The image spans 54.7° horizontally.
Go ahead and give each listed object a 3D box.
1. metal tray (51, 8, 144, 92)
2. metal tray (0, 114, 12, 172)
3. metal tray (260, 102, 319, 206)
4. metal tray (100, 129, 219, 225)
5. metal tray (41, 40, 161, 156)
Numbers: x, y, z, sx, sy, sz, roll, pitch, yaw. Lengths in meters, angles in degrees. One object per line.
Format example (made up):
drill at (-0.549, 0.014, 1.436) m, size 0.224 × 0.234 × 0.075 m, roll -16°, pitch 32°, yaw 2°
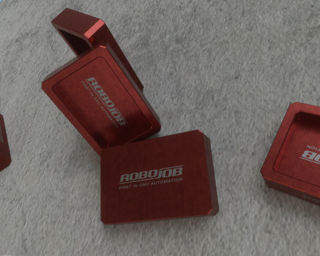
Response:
metal tray at (-0.085, -0.101, 0.439) m, size 0.090 × 0.130 × 0.030 m, roll 30°, pitch 73°, yaw 37°
metal tray at (-0.313, 0.035, 0.540) m, size 0.090 × 0.030 × 0.130 m, roll -36°, pitch 51°, yaw 3°
metal tray at (0.174, 0.032, 0.289) m, size 0.130 × 0.030 × 0.090 m, roll 18°, pitch 71°, yaw 34°
metal tray at (-0.005, 0.059, 0.354) m, size 0.130 × 0.030 × 0.090 m, roll -12°, pitch 69°, yaw 21°
metal tray at (-0.069, -0.030, 0.389) m, size 0.090 × 0.130 × 0.030 m, roll -30°, pitch 26°, yaw 8°
